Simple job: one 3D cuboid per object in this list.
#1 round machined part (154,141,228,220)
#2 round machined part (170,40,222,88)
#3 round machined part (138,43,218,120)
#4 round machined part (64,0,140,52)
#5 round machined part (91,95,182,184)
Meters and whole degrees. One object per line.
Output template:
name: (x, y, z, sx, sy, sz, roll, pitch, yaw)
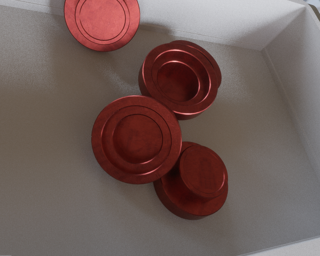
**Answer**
round machined part: (0.044, 0.060, 0.384, 0.099, 0.042, 0.098, 14, 56, -21)
round machined part: (0.040, -0.081, 0.468, 0.099, 0.042, 0.098, 14, 56, -21)
round machined part: (0.020, -0.055, 0.393, 0.099, 0.042, 0.098, 7, 68, -18)
round machined part: (-0.075, -0.148, 0.406, 0.099, 0.097, 0.042, 17, 24, -19)
round machined part: (-0.024, 0.011, 0.354, 0.098, 0.098, 0.042, 41, 8, -1)
